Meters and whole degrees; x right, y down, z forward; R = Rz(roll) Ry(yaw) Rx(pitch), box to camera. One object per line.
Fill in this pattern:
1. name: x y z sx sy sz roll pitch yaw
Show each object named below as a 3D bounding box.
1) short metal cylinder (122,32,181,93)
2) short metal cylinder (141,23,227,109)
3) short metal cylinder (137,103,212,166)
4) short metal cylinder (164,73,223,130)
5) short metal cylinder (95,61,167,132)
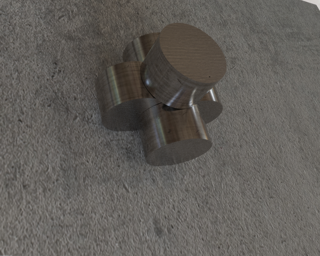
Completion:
1. short metal cylinder: -0.006 -0.082 0.418 0.081 0.080 0.050 -2 63 -30
2. short metal cylinder: 0.025 -0.068 0.343 0.081 0.050 0.080 14 56 -21
3. short metal cylinder: 0.017 0.008 0.376 0.081 0.080 0.050 0 62 -29
4. short metal cylinder: 0.037 -0.036 0.414 0.081 0.080 0.050 0 62 -29
5. short metal cylinder: -0.034 -0.036 0.375 0.081 0.080 0.050 -1 63 -29
